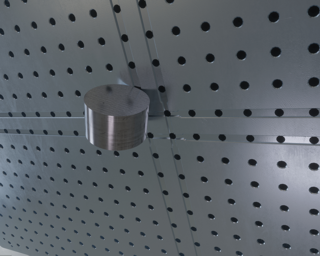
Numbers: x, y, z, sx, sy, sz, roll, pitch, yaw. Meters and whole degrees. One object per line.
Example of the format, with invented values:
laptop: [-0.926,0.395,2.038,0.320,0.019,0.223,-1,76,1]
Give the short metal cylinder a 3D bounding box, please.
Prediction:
short metal cylinder: [-0.055,-0.016,0.396,0.080,0.080,0.050,19,126,17]
